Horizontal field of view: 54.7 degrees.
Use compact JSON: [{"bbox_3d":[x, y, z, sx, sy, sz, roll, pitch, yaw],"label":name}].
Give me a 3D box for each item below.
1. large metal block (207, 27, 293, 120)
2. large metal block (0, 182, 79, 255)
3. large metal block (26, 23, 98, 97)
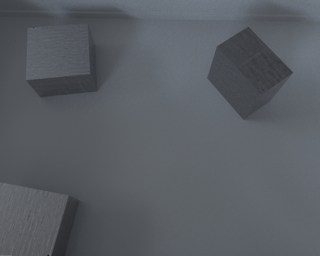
[{"bbox_3d":[0.113,-0.069,0.407,0.050,0.080,0.080,-34,74,-12],"label":"large metal block"},{"bbox_3d":[-0.148,0.112,0.353,0.080,0.050,0.080,10,70,3],"label":"large metal block"},{"bbox_3d":[-0.134,-0.093,0.429,0.081,0.050,0.080,-6,70,-3],"label":"large metal block"}]
